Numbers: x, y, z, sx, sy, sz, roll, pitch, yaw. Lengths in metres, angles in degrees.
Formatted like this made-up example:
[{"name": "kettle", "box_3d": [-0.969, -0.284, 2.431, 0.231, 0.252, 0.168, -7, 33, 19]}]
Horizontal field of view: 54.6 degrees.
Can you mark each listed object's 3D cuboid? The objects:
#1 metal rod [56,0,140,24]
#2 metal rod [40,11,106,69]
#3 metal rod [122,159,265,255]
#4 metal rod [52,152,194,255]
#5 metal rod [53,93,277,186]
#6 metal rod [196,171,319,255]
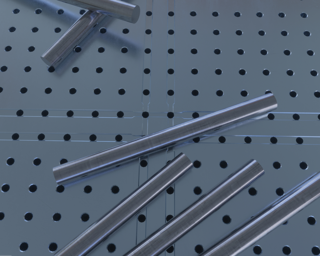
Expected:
[{"name": "metal rod", "box_3d": [-0.169, -0.211, 0.469, 0.301, 0.025, 0.025, 21, 71, 14]}, {"name": "metal rod", "box_3d": [-0.073, -0.207, 0.487, 0.025, 0.025, 0.300, 34, 73, 12]}, {"name": "metal rod", "box_3d": [0.001, 0.131, 0.363, 0.301, 0.025, 0.025, -34, 74, -12]}, {"name": "metal rod", "box_3d": [-0.082, 0.130, 0.363, 0.301, 0.025, 0.025, -37, 74, -13]}, {"name": "metal rod", "box_3d": [0.012, 0.012, 0.407, 0.302, 0.025, 0.025, -19, 71, -7]}, {"name": "metal rod", "box_3d": [0.086, 0.136, 0.362, 0.301, 0.025, 0.025, -30, 73, -11]}]
